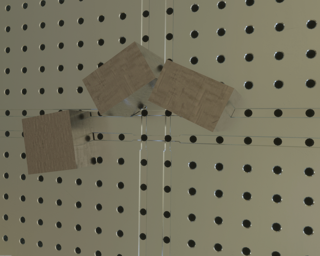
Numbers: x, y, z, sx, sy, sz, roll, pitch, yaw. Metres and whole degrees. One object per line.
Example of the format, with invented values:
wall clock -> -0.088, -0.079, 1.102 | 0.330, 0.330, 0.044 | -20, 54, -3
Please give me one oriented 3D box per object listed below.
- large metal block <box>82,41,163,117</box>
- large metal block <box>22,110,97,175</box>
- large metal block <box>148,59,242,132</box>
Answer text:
large metal block -> -0.036, -0.057, 0.395 | 0.080, 0.080, 0.050 | -32, 80, 17
large metal block -> -0.145, 0.021, 0.449 | 0.080, 0.050, 0.080 | -9, 87, 19
large metal block -> 0.045, -0.036, 0.367 | 0.080, 0.080, 0.050 | 27, 99, 17
